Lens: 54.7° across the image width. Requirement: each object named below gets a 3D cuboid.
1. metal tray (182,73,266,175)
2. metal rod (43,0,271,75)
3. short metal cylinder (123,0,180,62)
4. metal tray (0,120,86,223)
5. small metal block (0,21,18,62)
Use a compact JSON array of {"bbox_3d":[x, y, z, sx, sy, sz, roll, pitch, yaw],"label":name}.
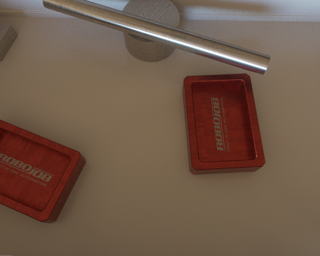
[{"bbox_3d":[0.080,-0.007,0.410,0.091,0.030,0.130,-3,70,-2],"label":"metal tray"},{"bbox_3d":[-0.009,-0.126,0.402,0.301,0.025,0.025,19,71,6],"label":"metal rod"},{"bbox_3d":[-0.013,-0.143,0.449,0.081,0.050,0.080,0,70,0],"label":"short metal cylinder"},{"bbox_3d":[-0.172,0.051,0.386,0.131,0.030,0.090,21,71,7],"label":"metal tray"},{"bbox_3d":[-0.248,-0.132,0.455,0.050,0.025,0.050,19,71,6],"label":"small metal block"}]
